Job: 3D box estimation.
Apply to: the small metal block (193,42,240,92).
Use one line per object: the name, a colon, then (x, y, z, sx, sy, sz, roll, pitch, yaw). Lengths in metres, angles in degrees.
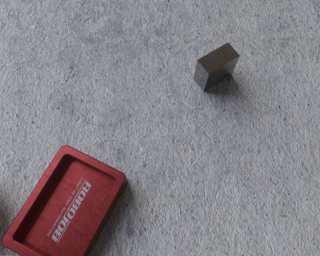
small metal block: (0.076, -0.083, 0.426, 0.050, 0.050, 0.025, -32, 73, -11)

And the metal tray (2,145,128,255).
metal tray: (-0.108, 0.096, 0.369, 0.090, 0.030, 0.130, 25, 72, 8)
